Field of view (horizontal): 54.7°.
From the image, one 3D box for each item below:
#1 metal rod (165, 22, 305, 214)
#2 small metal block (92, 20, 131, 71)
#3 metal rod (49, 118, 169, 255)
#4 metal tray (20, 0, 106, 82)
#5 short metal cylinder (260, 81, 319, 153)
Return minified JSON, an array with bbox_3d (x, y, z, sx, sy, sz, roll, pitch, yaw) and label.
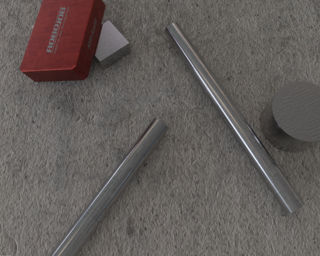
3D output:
[{"bbox_3d":[0.090,-0.025,0.417,0.025,0.025,0.299,-28,72,-10],"label":"metal rod"},{"bbox_3d":[-0.079,-0.120,0.451,0.050,0.025,0.050,-37,74,-12],"label":"small metal block"},{"bbox_3d":[-0.085,0.110,0.366,0.025,0.025,0.300,33,73,11],"label":"metal rod"},{"bbox_3d":[-0.135,-0.130,0.438,0.090,0.030,0.130,1,69,19],"label":"metal tray"},{"bbox_3d":[0.177,-0.013,0.401,0.081,0.050,0.080,0,70,0],"label":"short metal cylinder"}]
